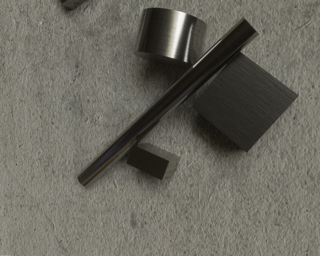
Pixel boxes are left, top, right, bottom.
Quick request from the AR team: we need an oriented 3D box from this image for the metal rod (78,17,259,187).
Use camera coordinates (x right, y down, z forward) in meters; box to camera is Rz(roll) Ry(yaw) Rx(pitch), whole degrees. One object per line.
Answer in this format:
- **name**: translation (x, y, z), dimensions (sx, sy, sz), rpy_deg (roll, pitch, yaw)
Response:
- **metal rod**: translation (-0.007, -0.016, 0.383), dimensions (0.299, 0.025, 0.025), rpy_deg (-42, 77, 25)

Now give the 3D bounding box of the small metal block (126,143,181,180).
- **small metal block**: translation (-0.007, 0.041, 0.397), dimensions (0.050, 0.050, 0.025), rpy_deg (23, 98, 18)

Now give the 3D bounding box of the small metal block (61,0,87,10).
- **small metal block**: translation (-0.124, -0.211, 0.451), dimensions (0.050, 0.025, 0.050), rpy_deg (-26, 82, 17)

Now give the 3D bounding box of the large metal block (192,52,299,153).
- **large metal block**: translation (0.098, -0.029, 0.361), dimensions (0.080, 0.050, 0.080), rpy_deg (42, 103, 14)

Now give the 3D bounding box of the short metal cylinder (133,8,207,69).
- **short metal cylinder**: translation (0.012, -0.106, 0.375), dimensions (0.080, 0.080, 0.050), rpy_deg (15, 95, 19)
